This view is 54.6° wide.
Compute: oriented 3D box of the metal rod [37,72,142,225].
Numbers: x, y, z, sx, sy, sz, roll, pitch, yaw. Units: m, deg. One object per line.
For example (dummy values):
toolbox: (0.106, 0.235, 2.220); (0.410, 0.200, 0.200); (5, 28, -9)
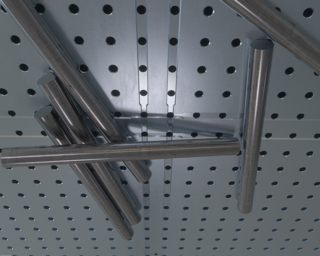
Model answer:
metal rod: (-0.088, 0.051, 0.453); (0.025, 0.025, 0.299); (-13, 129, 11)

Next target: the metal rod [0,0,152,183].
metal rod: (-0.086, -0.030, 0.384); (0.025, 0.025, 0.299); (-19, 128, 15)

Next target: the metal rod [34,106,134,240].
metal rod: (-0.104, 0.088, 0.485); (0.025, 0.025, 0.299); (-13, 129, 11)

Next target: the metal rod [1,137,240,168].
metal rod: (-0.041, 0.031, 0.406); (0.302, 0.025, 0.025); (-2, 131, -11)

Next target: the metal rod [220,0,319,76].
metal rod: (0.123, -0.104, 0.323); (0.301, 0.025, 0.025); (27, 125, -21)

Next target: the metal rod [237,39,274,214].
metal rod: (0.127, 0.023, 0.431); (0.025, 0.025, 0.299); (-5, 130, 4)
